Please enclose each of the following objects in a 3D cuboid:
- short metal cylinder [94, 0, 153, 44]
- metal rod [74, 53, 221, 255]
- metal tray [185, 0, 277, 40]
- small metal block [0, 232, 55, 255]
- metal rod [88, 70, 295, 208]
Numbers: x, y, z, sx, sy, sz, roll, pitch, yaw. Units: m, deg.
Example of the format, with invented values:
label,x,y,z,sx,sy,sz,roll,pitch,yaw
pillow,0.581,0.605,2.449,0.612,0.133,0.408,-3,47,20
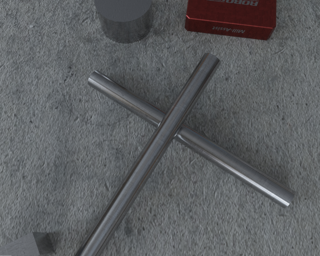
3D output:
label,x,y,z,sx,sy,sz,roll,pitch,yaw
short metal cylinder,-0.052,-0.173,0.458,0.081,0.050,0.080,0,70,0
metal rod,-0.012,0.035,0.374,0.025,0.025,0.300,31,80,10
metal tray,0.108,-0.188,0.475,0.131,0.030,0.090,8,70,2
small metal block,-0.152,0.139,0.342,0.050,0.050,0.025,-24,72,-9
metal rod,0.032,0.009,0.405,0.301,0.025,0.025,32,73,10
